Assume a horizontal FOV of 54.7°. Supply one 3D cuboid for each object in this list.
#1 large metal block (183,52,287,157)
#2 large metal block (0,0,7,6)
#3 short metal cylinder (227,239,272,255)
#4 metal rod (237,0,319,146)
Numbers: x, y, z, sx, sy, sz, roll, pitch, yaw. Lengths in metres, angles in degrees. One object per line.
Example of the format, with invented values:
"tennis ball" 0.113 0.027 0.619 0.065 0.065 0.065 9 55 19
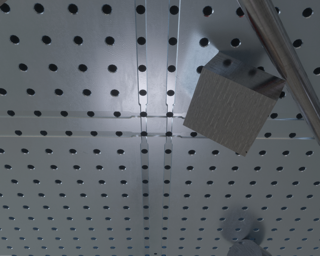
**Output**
"large metal block" 0.082 -0.027 0.351 0.080 0.050 0.079 28 132 14
"large metal block" -0.136 -0.151 0.245 0.050 0.080 0.080 -27 125 21
"short metal cylinder" 0.177 0.266 0.604 0.080 0.080 0.050 -35 122 26
"metal rod" 0.142 -0.062 0.336 0.025 0.025 0.300 -30 132 23
